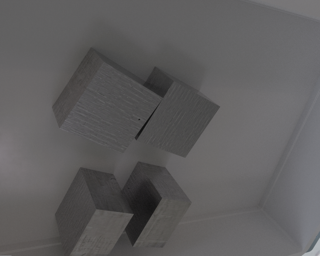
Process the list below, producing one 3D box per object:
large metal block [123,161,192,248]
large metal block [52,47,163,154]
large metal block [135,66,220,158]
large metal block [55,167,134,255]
[{"bbox_3d":[-0.013,0.106,0.431,0.050,0.080,0.080,18,109,-35],"label":"large metal block"},{"bbox_3d":[-0.058,-0.028,0.343,0.080,0.050,0.080,28,103,-38],"label":"large metal block"},{"bbox_3d":[0.014,-0.018,0.389,0.080,0.050,0.080,23,106,-37],"label":"large metal block"},{"bbox_3d":[-0.087,0.110,0.393,0.050,0.080,0.080,20,108,-36],"label":"large metal block"}]
